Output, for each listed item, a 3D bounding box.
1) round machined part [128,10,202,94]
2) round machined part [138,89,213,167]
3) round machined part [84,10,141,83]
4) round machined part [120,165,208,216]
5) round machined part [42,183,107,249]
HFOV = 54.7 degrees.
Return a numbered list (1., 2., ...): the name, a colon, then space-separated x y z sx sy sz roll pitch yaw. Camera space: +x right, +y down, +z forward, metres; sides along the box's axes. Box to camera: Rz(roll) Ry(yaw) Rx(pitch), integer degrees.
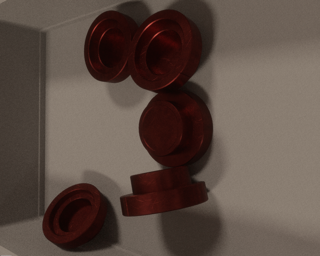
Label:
1. round machined part: 0.010 -0.089 0.380 0.098 0.042 0.097 -8 77 38
2. round machined part: 0.012 0.000 0.384 0.098 0.042 0.097 0 90 39
3. round machined part: -0.062 -0.113 0.444 0.098 0.042 0.097 0 90 39
4. round machined part: 0.003 0.069 0.355 0.098 0.099 0.042 -17 79 38
5. round machined part: -0.124 0.137 0.474 0.098 0.042 0.098 -15 43 15
